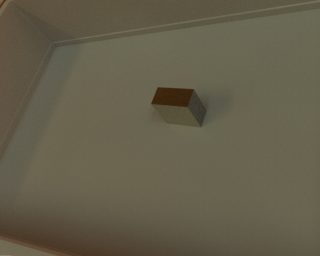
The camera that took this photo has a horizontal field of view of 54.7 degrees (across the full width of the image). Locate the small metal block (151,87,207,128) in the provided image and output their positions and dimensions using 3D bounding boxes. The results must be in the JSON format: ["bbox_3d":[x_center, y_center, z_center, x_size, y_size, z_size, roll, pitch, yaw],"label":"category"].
[{"bbox_3d":[0.025,-0.026,0.392,0.050,0.050,0.025,7,66,31],"label":"small metal block"}]
